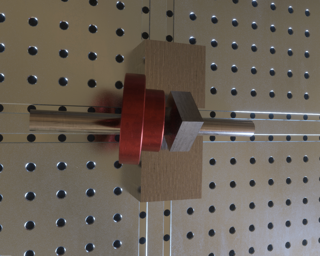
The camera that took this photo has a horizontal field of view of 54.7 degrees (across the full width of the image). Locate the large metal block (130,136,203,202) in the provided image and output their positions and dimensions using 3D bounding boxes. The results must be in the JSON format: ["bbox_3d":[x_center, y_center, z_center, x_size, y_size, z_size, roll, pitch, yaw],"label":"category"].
[{"bbox_3d":[0.007,0.049,0.402,0.081,0.050,0.080,1,90,-20],"label":"large metal block"}]

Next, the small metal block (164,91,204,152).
[{"bbox_3d":[0.023,-0.008,0.361,0.025,0.050,0.050,1,46,-20],"label":"small metal block"}]

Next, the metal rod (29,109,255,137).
[{"bbox_3d":[-0.008,-0.004,0.409,0.302,0.025,0.025,2,90,-20],"label":"metal rod"}]

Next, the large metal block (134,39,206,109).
[{"bbox_3d":[0.011,-0.065,0.403,0.081,0.050,0.079,1,90,-20],"label":"large metal block"}]

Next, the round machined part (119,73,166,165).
[{"bbox_3d":[-0.019,-0.009,0.336,0.042,0.098,0.097,4,89,-6],"label":"round machined part"}]
